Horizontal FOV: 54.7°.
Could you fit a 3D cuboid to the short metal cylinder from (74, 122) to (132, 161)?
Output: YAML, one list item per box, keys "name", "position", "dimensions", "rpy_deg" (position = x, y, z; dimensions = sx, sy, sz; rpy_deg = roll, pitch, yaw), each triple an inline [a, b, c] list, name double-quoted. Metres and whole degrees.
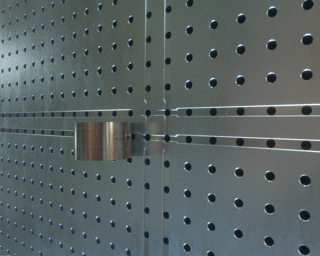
- name: "short metal cylinder"
  position: [-0.080, 0.017, 0.437]
  dimensions: [0.080, 0.081, 0.050]
  rpy_deg: [-1, 90, 39]
